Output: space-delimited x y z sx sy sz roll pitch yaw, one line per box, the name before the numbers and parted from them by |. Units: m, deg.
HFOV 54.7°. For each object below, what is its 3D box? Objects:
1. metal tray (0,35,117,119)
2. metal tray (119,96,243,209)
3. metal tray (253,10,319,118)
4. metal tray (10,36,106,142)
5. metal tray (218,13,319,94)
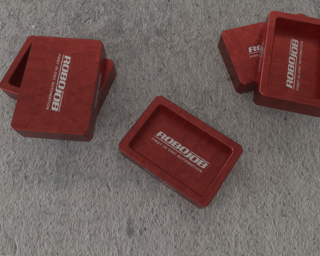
metal tray | -0.138 -0.068 0.428 0.131 0.030 0.090 19 71 6
metal tray | 0.026 0.029 0.394 0.130 0.030 0.090 33 73 11
metal tray | 0.178 -0.086 0.405 0.090 0.030 0.130 12 70 4
metal tray | -0.123 -0.051 0.391 0.091 0.030 0.130 4 70 1
metal tray | 0.160 -0.108 0.446 0.131 0.030 0.090 -14 71 -5
